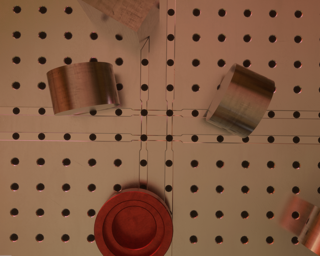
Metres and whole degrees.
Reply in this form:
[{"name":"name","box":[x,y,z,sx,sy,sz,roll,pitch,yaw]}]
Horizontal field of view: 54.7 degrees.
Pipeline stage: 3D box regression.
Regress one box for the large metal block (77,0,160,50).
[{"name":"large metal block","box":[-0.048,-0.149,0.385,0.080,0.080,0.050,30,90,0]}]

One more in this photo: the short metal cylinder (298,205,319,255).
[{"name":"short metal cylinder","box":[0.223,0.139,0.388,0.080,0.080,0.050,26,90,0]}]

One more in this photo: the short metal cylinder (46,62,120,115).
[{"name":"short metal cylinder","box":[-0.094,-0.047,0.385,0.080,0.080,0.050,-11,90,0]}]

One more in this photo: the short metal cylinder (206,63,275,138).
[{"name":"short metal cylinder","box":[0.098,-0.034,0.387,0.050,0.080,0.080,25,90,0]}]

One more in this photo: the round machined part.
[{"name":"round machined part","box":[-0.033,0.127,0.405,0.099,0.042,0.097,0,90,0]}]
